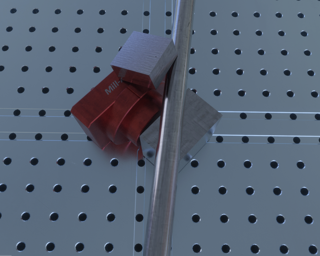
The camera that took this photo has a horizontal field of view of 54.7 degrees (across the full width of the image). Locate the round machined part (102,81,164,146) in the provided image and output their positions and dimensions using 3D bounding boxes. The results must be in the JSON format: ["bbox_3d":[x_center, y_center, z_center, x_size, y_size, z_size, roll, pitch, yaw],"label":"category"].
[{"bbox_3d":[-0.021,-0.016,0.383,0.042,0.098,0.098,41,75,13],"label":"round machined part"}]

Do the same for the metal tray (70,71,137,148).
[{"bbox_3d":[-0.044,-0.040,0.391,0.030,0.090,0.130,41,75,13],"label":"metal tray"}]

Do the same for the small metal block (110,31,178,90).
[{"bbox_3d":[-0.017,-0.074,0.335,0.050,0.025,0.050,20,68,26],"label":"small metal block"}]

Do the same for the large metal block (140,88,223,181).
[{"bbox_3d":[0.024,0.011,0.376,0.050,0.080,0.080,41,75,13],"label":"large metal block"}]

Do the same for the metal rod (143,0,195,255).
[{"bbox_3d":[0.014,-0.021,0.334,0.025,0.025,0.299,7,70,2],"label":"metal rod"}]
